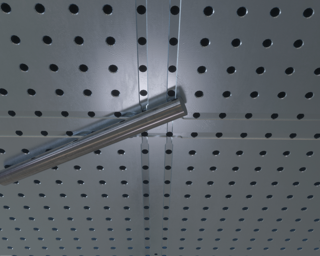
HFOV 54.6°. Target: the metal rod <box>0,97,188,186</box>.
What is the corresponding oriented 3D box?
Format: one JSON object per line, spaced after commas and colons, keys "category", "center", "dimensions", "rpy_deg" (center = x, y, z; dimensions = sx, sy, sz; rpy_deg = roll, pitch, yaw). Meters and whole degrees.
{"category": "metal rod", "center": [-0.105, 0.024, 0.431], "dimensions": [0.300, 0.025, 0.025], "rpy_deg": [-21, 127, 17]}
